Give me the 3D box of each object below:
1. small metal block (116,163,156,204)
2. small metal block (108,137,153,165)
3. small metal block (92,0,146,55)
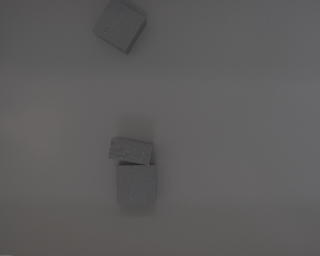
[{"bbox_3d":[-0.031,0.073,0.411,0.050,0.025,0.050,-1,90,0],"label":"small metal block"},{"bbox_3d":[-0.036,0.028,0.398,0.050,0.050,0.025,10,90,0],"label":"small metal block"},{"bbox_3d":[-0.053,-0.134,0.411,0.050,0.025,0.050,31,90,0],"label":"small metal block"}]
